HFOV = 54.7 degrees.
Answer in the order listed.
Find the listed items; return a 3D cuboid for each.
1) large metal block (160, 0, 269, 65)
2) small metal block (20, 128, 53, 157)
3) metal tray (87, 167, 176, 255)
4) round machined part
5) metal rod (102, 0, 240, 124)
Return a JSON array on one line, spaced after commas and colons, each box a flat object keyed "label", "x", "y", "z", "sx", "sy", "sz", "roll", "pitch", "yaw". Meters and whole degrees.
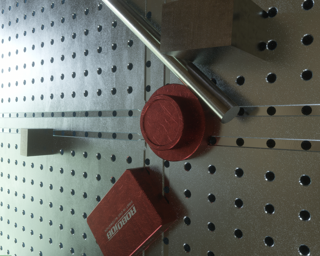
[{"label": "large metal block", "x": 0.058, "y": -0.100, "z": 0.325, "sx": 0.080, "sy": 0.081, "sz": 0.050, "roll": 5, "pitch": 93, "yaw": 39}, {"label": "small metal block", "x": -0.230, "y": 0.025, "z": 0.579, "sx": 0.025, "sy": 0.050, "sz": 0.050, "roll": 4, "pitch": 93, "yaw": 40}, {"label": "metal tray", "x": -0.046, "y": 0.130, "z": 0.442, "sx": 0.129, "sy": 0.030, "sz": 0.090, "roll": -51, "pitch": 61, "yaw": 27}, {"label": "round machined part", "x": 0.014, "y": -0.007, "z": 0.385, "sx": 0.098, "sy": 0.042, "sz": 0.097, "roll": 0, "pitch": 90, "yaw": 39}, {"label": "metal rod", "x": -0.007, "y": -0.114, "z": 0.404, "sx": 0.300, "sy": 0.025, "sz": 0.025, "roll": 51, "pitch": 120, "yaw": 30}]
